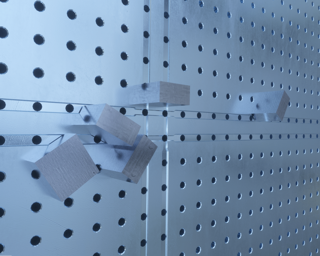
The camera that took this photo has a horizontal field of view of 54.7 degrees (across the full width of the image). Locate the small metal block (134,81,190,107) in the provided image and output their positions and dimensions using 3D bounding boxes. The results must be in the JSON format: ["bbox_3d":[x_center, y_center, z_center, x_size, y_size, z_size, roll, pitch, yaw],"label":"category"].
[{"bbox_3d":[0.003,-0.042,0.397,0.050,0.050,0.025,2,89,-40],"label":"small metal block"}]

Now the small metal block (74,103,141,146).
[{"bbox_3d":[-0.059,-0.003,0.345,0.050,0.050,0.025,35,69,-35],"label":"small metal block"}]

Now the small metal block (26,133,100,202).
[{"bbox_3d":[-0.101,0.040,0.326,0.050,0.025,0.050,-40,115,-33],"label":"small metal block"}]

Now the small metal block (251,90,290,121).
[{"bbox_3d":[0.202,-0.040,0.565,0.025,0.050,0.050,42,64,-33],"label":"small metal block"}]

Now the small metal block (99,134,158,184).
[{"bbox_3d":[-0.038,0.034,0.363,0.025,0.050,0.050,44,63,-32],"label":"small metal block"}]
